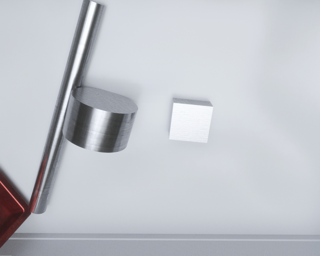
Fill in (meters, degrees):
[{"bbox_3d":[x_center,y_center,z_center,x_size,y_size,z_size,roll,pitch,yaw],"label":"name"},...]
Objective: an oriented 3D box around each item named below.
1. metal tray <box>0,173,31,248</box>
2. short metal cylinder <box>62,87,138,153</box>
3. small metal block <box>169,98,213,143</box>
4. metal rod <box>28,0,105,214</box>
[{"bbox_3d":[-0.240,0.122,0.395,0.030,0.130,0.090,-21,110,28],"label":"metal tray"},{"bbox_3d":[-0.072,-0.011,0.377,0.080,0.080,0.050,16,109,-6],"label":"short metal cylinder"},{"bbox_3d":[0.039,-0.010,0.408,0.050,0.025,0.050,6,110,-3],"label":"small metal block"},{"bbox_3d":[-0.127,-0.014,0.404,0.025,0.025,0.298,19,109,-7],"label":"metal rod"}]
